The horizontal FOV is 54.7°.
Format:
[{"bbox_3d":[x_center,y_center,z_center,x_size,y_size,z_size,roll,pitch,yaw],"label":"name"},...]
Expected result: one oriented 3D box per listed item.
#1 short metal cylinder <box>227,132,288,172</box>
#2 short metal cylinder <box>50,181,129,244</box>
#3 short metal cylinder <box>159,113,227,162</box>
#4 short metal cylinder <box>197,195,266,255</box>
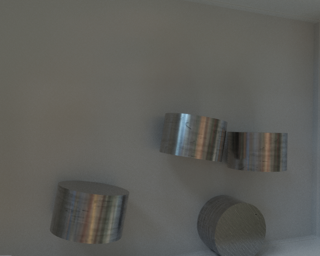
[{"bbox_3d":[0.135,0.031,0.433,0.081,0.080,0.050,1,90,-20],"label":"short metal cylinder"},{"bbox_3d":[-0.079,0.093,0.353,0.081,0.080,0.050,10,87,-20],"label":"short metal cylinder"},{"bbox_3d":[0.043,0.012,0.398,0.081,0.080,0.050,10,87,-20],"label":"short metal cylinder"},{"bbox_3d":[0.100,0.140,0.436,0.081,0.050,0.079,0,90,-20],"label":"short metal cylinder"}]
